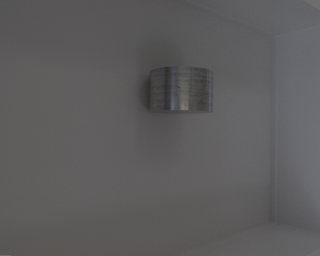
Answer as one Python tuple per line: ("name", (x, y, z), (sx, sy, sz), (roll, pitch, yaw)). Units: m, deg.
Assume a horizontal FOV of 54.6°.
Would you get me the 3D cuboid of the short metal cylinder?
("short metal cylinder", (0.027, -0.045, 0.392), (0.081, 0.080, 0.050), (1, 90, -40))
